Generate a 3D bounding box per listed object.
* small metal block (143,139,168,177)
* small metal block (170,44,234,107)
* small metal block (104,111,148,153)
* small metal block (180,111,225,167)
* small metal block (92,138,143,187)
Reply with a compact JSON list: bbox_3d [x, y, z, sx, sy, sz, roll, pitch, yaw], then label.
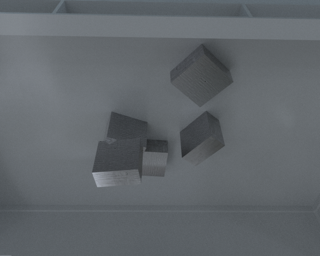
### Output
[{"bbox_3d":[-0.016,0.043,0.446,0.050,0.025,0.050,4,130,-4],"label":"small metal block"},{"bbox_3d":[0.048,-0.060,0.359,0.050,0.025,0.050,36,121,-27],"label":"small metal block"},{"bbox_3d":[-0.045,0.010,0.401,0.050,0.050,0.025,17,128,-14],"label":"small metal block"},{"bbox_3d":[0.054,0.014,0.405,0.025,0.050,0.050,34,122,-26],"label":"small metal block"},{"bbox_3d":[-0.047,0.040,0.360,0.050,0.050,0.025,-5,130,3],"label":"small metal block"}]
